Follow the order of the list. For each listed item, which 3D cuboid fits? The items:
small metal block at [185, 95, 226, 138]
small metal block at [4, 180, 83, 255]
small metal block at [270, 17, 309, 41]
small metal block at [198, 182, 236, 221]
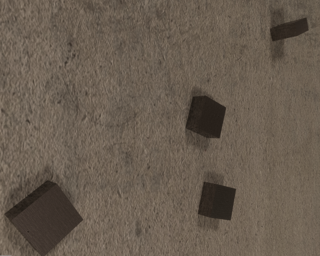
[{"bbox_3d":[0.070,-0.016,0.466,0.050,0.025,0.050,23,75,-38],"label":"small metal block"},{"bbox_3d":[-0.115,0.089,0.310,0.050,0.025,0.050,-42,116,-32],"label":"small metal block"},{"bbox_3d":[0.252,-0.192,0.603,0.050,0.050,0.025,-30,109,-36],"label":"small metal block"},{"bbox_3d":[0.090,0.114,0.483,0.050,0.025,0.050,20,77,-39],"label":"small metal block"}]
